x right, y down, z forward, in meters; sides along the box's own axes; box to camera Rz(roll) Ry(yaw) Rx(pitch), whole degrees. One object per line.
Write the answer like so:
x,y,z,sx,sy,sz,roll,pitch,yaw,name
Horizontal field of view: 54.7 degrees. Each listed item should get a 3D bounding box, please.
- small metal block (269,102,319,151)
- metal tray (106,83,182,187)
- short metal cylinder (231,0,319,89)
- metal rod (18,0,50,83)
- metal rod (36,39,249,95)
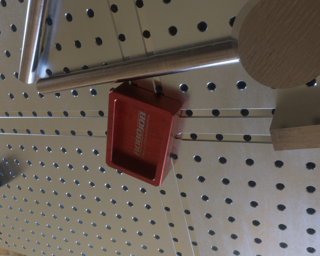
0.144,-0.002,0.318,0.050,0.050,0.025,-7,115,31,small metal block
-0.026,0.012,0.427,0.090,0.030,0.129,20,126,15,metal tray
0.107,-0.080,0.273,0.080,0.050,0.079,2,113,5,short metal cylinder
-0.143,-0.177,0.374,0.025,0.025,0.298,34,129,5,metal rod
-0.043,-0.071,0.388,0.300,0.025,0.025,-4,117,29,metal rod
